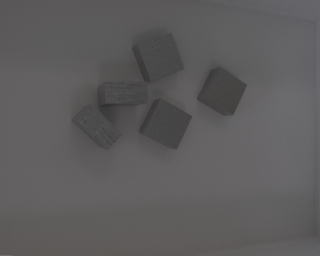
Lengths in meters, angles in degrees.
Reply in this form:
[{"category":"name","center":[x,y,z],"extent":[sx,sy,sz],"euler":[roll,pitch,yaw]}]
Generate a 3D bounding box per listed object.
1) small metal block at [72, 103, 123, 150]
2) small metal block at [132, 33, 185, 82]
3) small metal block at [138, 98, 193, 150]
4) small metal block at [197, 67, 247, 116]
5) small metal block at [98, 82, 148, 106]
[{"category":"small metal block","center":[-0.076,-0.001,0.369],"extent":[0.050,0.050,0.025],"euler":[46,76,-15]},{"category":"small metal block","center":[-0.002,-0.092,0.409],"extent":[0.050,0.025,0.050],"euler":[-23,98,-19]},{"category":"small metal block","center":[0.007,-0.005,0.413],"extent":[0.050,0.025,0.050],"euler":[28,81,-18]},{"category":"small metal block","center":[0.089,-0.051,0.443],"extent":[0.050,0.025,0.050],"euler":[29,80,-18]},{"category":"small metal block","center":[-0.047,-0.041,0.380],"extent":[0.050,0.050,0.025],"euler":[-3,91,-20]}]
